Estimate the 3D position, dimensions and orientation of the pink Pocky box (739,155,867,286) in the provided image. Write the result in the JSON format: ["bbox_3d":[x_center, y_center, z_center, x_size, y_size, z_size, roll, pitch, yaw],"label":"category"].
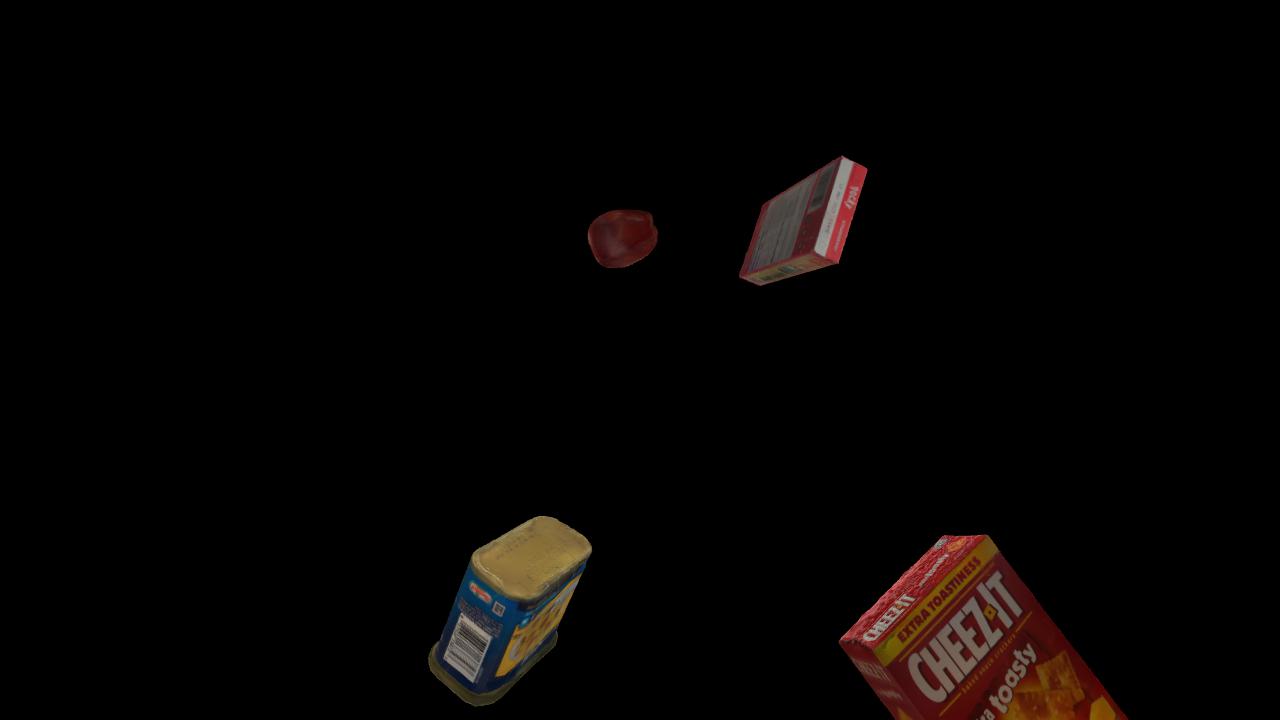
[{"bbox_3d":[0.141,-0.118,0.557,0.029,0.084,0.155,20,-5,-12],"label":"pink Pocky box"}]

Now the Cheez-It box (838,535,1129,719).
[{"bbox_3d":[0.319,0.300,0.567,0.166,0.223,0.071,-33,-7,-20],"label":"Cheez-It box"}]

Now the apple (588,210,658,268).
[{"bbox_3d":[-0.025,-0.163,0.815,0.093,0.079,0.079,-12,-3,15],"label":"apple"}]

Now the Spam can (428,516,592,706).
[{"bbox_3d":[-0.085,0.166,0.423,0.058,0.085,0.101,28,16,18],"label":"Spam can"}]
